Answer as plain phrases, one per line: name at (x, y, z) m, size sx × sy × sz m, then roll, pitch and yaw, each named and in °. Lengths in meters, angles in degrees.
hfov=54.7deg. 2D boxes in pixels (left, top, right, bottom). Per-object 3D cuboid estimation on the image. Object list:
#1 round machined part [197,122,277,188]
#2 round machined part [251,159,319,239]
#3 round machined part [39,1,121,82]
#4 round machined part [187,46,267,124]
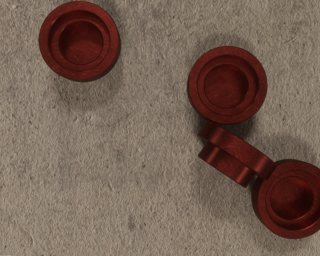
round machined part at (0.085, 0.036, 0.375) m, size 0.098 × 0.098 × 0.042 m, roll 34°, pitch 90°, yaw -1°
round machined part at (0.166, 0.088, 0.402) m, size 0.099 × 0.042 × 0.097 m, roll 0°, pitch 93°, yaw -3°
round machined part at (-0.100, -0.108, 0.400) m, size 0.099 × 0.042 × 0.097 m, roll 0°, pitch 90°, yaw -1°
round machined part at (0.084, -0.053, 0.403) m, size 0.099 × 0.042 × 0.097 m, roll 0°, pitch 90°, yaw -1°
